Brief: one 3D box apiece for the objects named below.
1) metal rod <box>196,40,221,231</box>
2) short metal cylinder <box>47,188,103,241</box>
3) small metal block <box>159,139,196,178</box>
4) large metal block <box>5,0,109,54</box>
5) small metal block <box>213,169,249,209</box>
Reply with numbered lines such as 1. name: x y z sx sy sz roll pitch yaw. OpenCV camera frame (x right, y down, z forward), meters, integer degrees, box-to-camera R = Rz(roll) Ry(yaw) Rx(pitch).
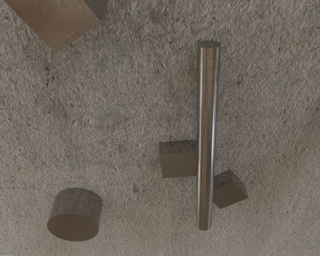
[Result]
1. metal rod: 0.062 0.033 0.416 0.025 0.025 0.298 -3 124 2
2. short metal cylinder: -0.138 0.144 0.511 0.081 0.050 0.079 0 130 0
3. small metal block: 0.026 0.045 0.446 0.050 0.025 0.050 -5 130 3
4. large metal block: -0.090 -0.125 0.264 0.050 0.080 0.080 -27 125 21
5. small metal block: 0.104 0.098 0.492 0.050 0.025 0.050 -30 124 23
